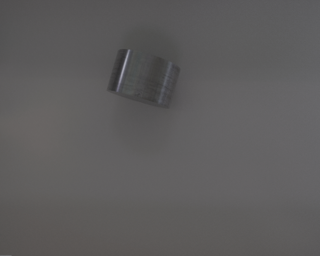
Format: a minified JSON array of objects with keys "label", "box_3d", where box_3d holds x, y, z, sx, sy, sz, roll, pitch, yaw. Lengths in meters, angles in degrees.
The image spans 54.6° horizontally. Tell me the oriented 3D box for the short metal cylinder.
[{"label":"short metal cylinder","box_3d":[-0.020,-0.059,0.384,0.080,0.080,0.050,16,90,0]}]
